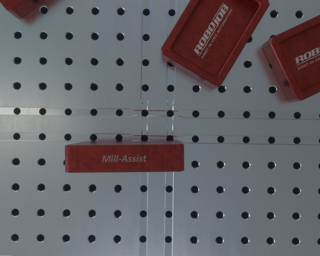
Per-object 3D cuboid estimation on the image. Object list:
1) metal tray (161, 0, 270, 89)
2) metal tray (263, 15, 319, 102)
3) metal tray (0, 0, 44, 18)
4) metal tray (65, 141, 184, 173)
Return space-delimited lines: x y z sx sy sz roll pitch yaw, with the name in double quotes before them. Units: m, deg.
"metal tray" 0.071 -0.130 0.411 0.090 0.030 0.130 31 90 0
"metal tray" 0.217 -0.101 0.412 0.130 0.030 0.090 -26 90 0
"metal tray" -0.199 -0.225 0.410 0.090 0.030 0.130 -39 90 0
"metal tray" -0.039 0.033 0.380 0.131 0.090 0.030 -1 90 0
